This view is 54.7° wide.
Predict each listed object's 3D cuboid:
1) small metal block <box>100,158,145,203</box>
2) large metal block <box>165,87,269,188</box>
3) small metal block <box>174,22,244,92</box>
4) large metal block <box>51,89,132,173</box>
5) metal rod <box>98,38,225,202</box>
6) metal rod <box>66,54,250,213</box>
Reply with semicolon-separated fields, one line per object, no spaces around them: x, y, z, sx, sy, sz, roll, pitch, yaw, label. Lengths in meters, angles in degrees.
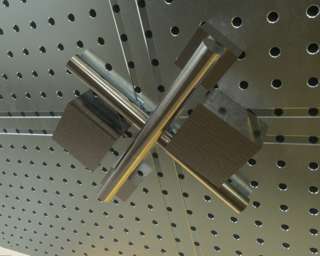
-0.060;0.084;0.495;0.050;0.025;0.050;38;129;2;small metal block
0.066;0.011;0.367;0.080;0.050;0.080;37;129;3;large metal block
0.052;-0.077;0.337;0.050;0.025;0.050;39;129;1;small metal block
-0.099;0.005;0.451;0.080;0.050;0.080;40;129;1;large metal block
-0.017;0.013;0.395;0.025;0.025;0.298;39;129;2;metal rod
-0.003;0.008;0.416;0.300;0.025;0.025;40;129;0;metal rod
